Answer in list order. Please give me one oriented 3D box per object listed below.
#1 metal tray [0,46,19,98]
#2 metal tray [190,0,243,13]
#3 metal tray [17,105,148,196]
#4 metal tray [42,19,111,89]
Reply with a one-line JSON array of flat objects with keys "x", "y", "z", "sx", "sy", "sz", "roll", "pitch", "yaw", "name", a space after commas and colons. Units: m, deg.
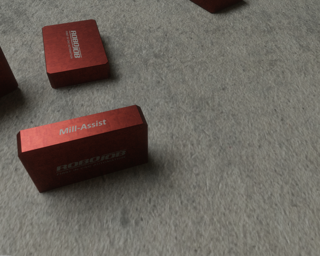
[{"x": -0.268, "y": -0.062, "z": 0.409, "sx": 0.030, "sy": 0.089, "sz": 0.131, "roll": 37, "pitch": 59, "yaw": 26, "name": "metal tray"}, {"x": 0.099, "y": -0.293, "z": 0.647, "sx": 0.091, "sy": 0.030, "sz": 0.130, "roll": -30, "pitch": 57, "yaw": -24, "name": "metal tray"}, {"x": -0.080, "y": 0.027, "z": 0.352, "sx": 0.131, "sy": 0.089, "sz": 0.030, "roll": -14, "pitch": 53, "yaw": -13, "name": "metal tray"}, {"x": -0.138, "y": -0.124, "z": 0.503, "sx": 0.091, "sy": 0.030, "sz": 0.130, "roll": -13, "pitch": 51, "yaw": -11, "name": "metal tray"}]
